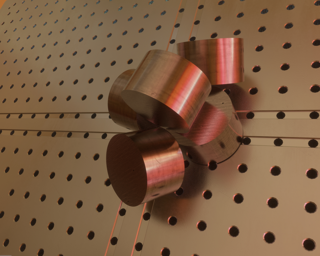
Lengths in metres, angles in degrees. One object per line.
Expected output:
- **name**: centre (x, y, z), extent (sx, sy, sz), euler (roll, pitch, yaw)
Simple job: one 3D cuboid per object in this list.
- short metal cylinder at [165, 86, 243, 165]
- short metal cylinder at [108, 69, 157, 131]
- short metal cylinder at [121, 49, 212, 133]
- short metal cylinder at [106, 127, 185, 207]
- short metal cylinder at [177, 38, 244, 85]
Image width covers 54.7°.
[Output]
- **short metal cylinder**: centre (0.052, -0.003, 0.366), extent (0.080, 0.050, 0.080), euler (-14, 55, 21)
- **short metal cylinder**: centre (-0.021, -0.033, 0.404), extent (0.050, 0.080, 0.080), euler (20, 73, 36)
- **short metal cylinder**: centre (0.007, -0.037, 0.326), extent (0.080, 0.080, 0.050), euler (19, 72, 35)
- **short metal cylinder**: centre (-0.018, 0.042, 0.349), extent (0.080, 0.050, 0.079), euler (15, 110, 49)
- **short metal cylinder**: centre (0.062, -0.081, 0.381), extent (0.080, 0.080, 0.050), euler (2, 103, 29)
